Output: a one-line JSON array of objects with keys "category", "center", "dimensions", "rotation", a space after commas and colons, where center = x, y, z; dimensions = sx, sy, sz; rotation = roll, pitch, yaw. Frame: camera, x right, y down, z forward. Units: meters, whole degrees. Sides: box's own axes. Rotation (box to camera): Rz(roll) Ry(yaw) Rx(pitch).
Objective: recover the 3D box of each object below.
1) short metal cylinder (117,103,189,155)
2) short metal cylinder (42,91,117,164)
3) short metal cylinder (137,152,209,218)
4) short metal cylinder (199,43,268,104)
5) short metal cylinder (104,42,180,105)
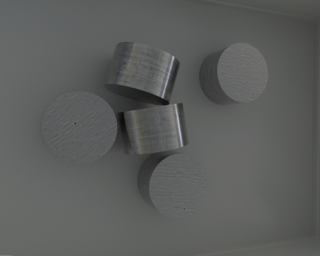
[{"category": "short metal cylinder", "center": [-0.008, 0.000, 0.379], "dimensions": [0.081, 0.080, 0.050], "rotation": [-10, 94, -20]}, {"category": "short metal cylinder", "center": [-0.095, -0.001, 0.363], "dimensions": [0.081, 0.050, 0.079], "rotation": [0, 90, -21]}, {"category": "short metal cylinder", "center": [0.016, 0.071, 0.405], "dimensions": [0.081, 0.050, 0.079], "rotation": [0, 90, -21]}, {"category": "short metal cylinder", "center": [0.103, -0.074, 0.437], "dimensions": [0.081, 0.050, 0.079], "rotation": [0, 90, -21]}, {"category": "short metal cylinder", "center": [-0.021, -0.063, 0.374], "dimensions": [0.081, 0.080, 0.050], "rotation": [17, 84, -20]}]
